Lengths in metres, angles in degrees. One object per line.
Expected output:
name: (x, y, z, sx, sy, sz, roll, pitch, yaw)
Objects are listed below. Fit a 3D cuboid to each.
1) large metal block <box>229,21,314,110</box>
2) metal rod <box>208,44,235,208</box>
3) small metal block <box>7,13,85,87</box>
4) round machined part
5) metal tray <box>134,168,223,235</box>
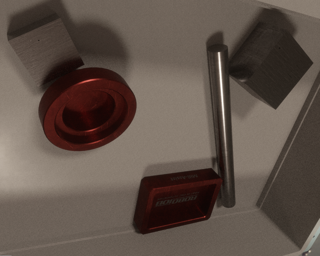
large metal block: (0.148, -0.084, 0.424, 0.080, 0.050, 0.080, 28, 103, -38)
metal rod: (0.099, 0.018, 0.475, 0.025, 0.025, 0.298, -23, 127, -15)
small metal block: (-0.110, -0.076, 0.302, 0.050, 0.025, 0.050, -29, 129, -10)
round machined part: (-0.079, -0.024, 0.331, 0.099, 0.042, 0.097, -21, 141, -17)
metal tray: (0.029, 0.115, 0.494, 0.131, 0.030, 0.089, -3, 120, -27)
